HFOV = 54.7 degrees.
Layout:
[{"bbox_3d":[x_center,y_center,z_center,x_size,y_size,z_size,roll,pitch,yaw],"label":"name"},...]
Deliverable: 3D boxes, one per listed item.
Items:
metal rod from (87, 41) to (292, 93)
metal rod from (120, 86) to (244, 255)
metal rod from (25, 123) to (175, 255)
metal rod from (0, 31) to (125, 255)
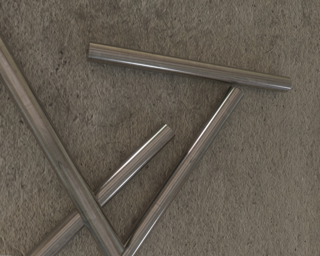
[{"bbox_3d":[0.054,-0.080,0.428,0.302,0.025,0.025,5,88,-20],"label":"metal rod"},{"bbox_3d":[0.024,0.066,0.417,0.025,0.025,0.300,40,77,-16],"label":"metal rod"},{"bbox_3d":[-0.093,0.104,0.374,0.301,0.025,0.025,-44,104,-15],"label":"metal rod"},{"bbox_3d":[-0.123,0.014,0.346,0.025,0.025,0.299,-30,94,-18],"label":"metal rod"}]
